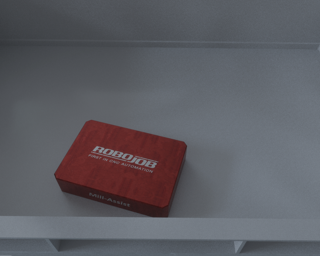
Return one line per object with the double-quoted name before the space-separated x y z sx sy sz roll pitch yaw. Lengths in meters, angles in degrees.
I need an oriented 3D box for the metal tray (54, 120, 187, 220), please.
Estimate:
"metal tray" -0.042 0.045 0.364 0.131 0.030 0.090 13 51 10
